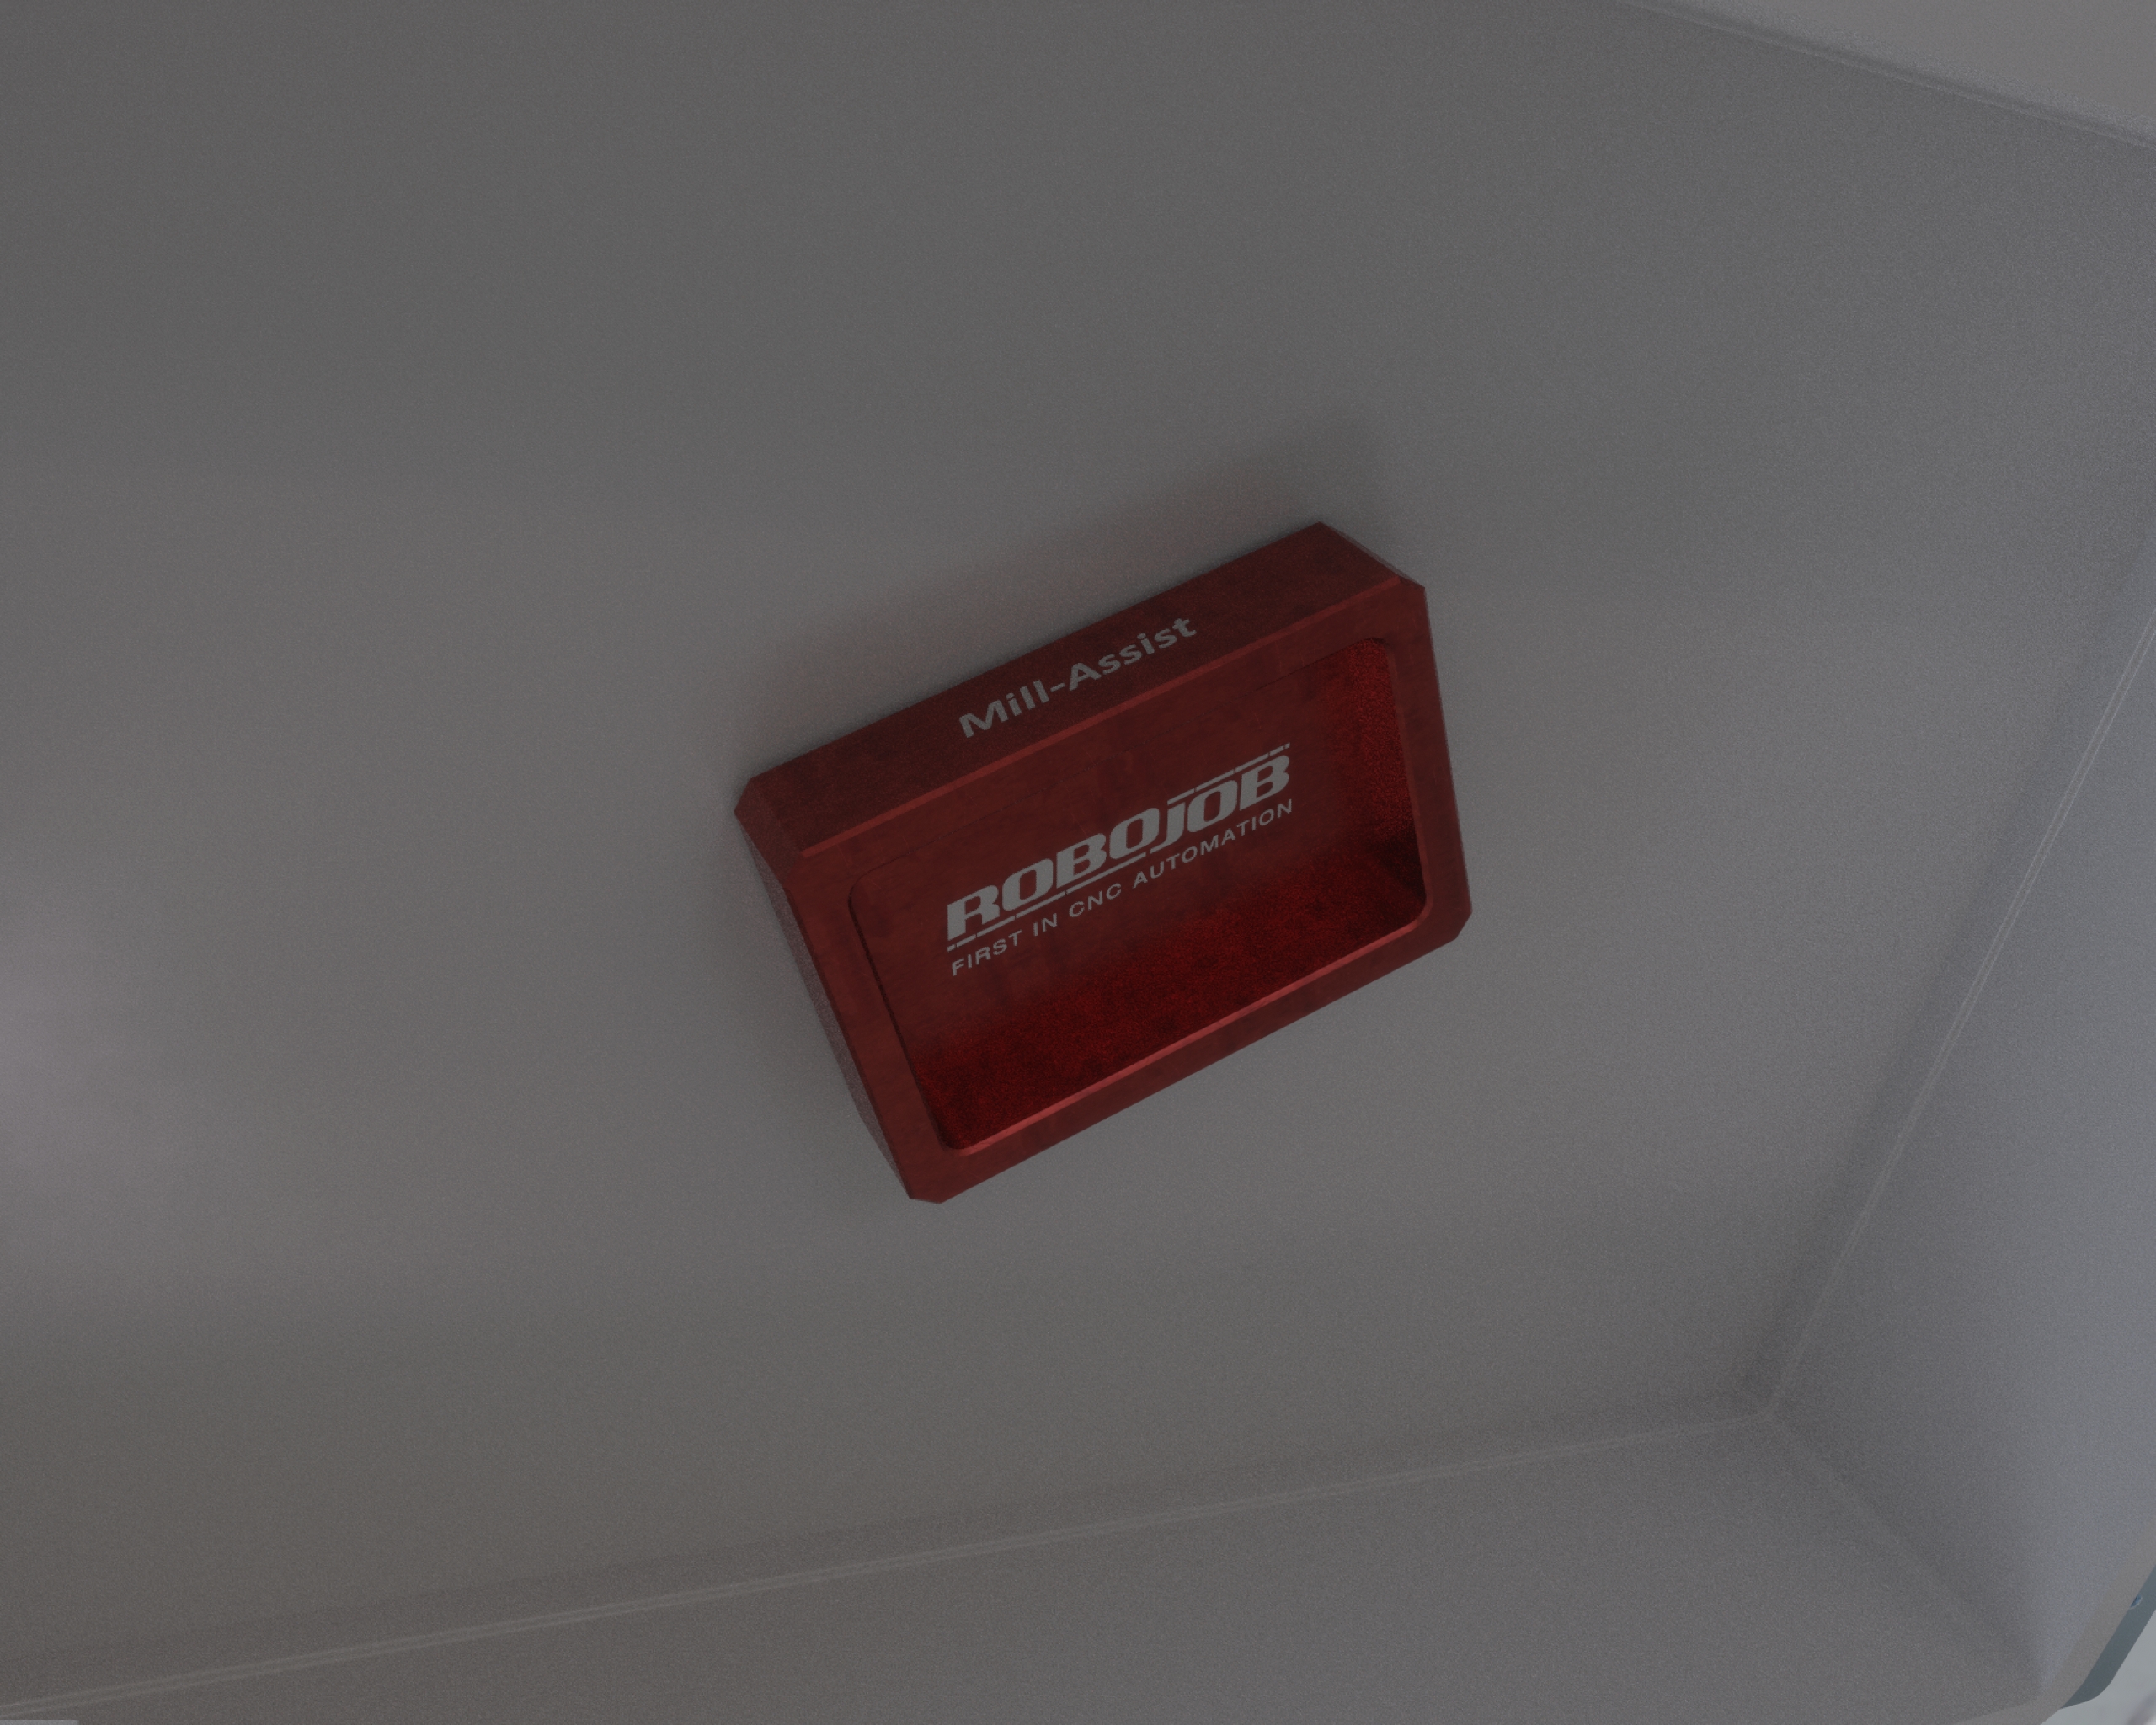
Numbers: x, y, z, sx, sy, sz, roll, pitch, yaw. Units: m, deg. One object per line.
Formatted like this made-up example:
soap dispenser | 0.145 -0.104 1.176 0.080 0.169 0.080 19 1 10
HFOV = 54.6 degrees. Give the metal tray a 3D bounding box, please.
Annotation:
metal tray | 0.010 0.000 0.406 0.131 0.030 0.090 -26 128 -13
